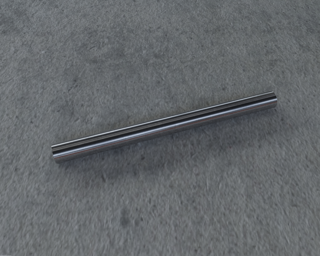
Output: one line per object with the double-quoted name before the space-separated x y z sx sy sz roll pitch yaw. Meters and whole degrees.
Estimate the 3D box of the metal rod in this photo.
"metal rod" 0.015 -0.005 0.407 0.302 0.025 0.025 -14 52 -12
